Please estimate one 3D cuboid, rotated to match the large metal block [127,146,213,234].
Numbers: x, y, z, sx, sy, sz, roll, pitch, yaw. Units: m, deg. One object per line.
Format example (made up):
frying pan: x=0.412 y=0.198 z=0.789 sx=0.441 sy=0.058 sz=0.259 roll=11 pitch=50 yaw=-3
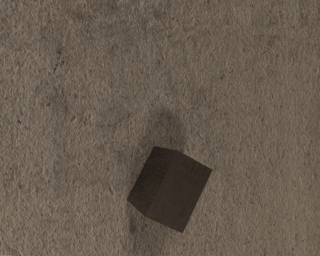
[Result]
large metal block: x=0.009 y=0.072 z=0.384 sx=0.050 sy=0.080 sz=0.080 roll=30 pitch=80 yaw=-18
